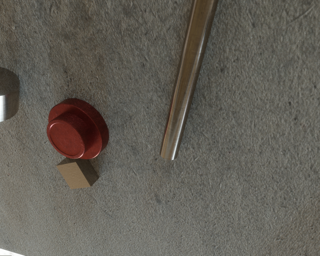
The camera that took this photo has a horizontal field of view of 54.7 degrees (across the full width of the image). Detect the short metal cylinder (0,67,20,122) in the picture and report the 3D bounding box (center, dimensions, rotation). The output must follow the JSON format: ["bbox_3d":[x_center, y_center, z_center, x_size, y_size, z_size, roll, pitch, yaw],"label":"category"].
[{"bbox_3d":[-0.260,-0.053,0.476,0.080,0.080,0.050,30,128,9],"label":"short metal cylinder"}]

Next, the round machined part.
[{"bbox_3d":[-0.131,0.008,0.469,0.098,0.042,0.097,13,124,21],"label":"round machined part"}]

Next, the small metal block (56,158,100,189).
[{"bbox_3d":[-0.140,0.074,0.527,0.050,0.025,0.050,-13,112,33],"label":"small metal block"}]

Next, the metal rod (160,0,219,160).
[{"bbox_3d":[0.036,-0.084,0.335,0.025,0.025,0.298,22,127,15],"label":"metal rod"}]
